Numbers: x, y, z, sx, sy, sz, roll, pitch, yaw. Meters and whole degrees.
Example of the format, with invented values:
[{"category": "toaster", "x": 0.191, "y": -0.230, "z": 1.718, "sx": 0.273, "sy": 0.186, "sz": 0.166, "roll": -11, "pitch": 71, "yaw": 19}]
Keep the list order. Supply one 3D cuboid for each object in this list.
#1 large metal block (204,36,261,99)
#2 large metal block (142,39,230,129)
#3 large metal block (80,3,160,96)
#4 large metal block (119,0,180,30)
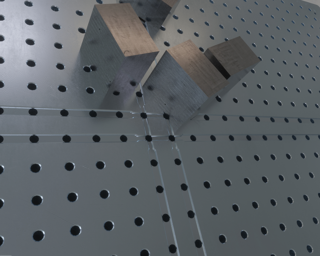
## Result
[{"category": "large metal block", "x": 0.091, "y": -0.086, "z": 0.474, "sx": 0.081, "sy": 0.080, "sz": 0.050, "roll": -29, "pitch": 78, "yaw": -37}, {"category": "large metal block", "x": 0.033, "y": -0.059, "z": 0.426, "sx": 0.050, "sy": 0.080, "sz": 0.080, "roll": -35, "pitch": 81, "yaw": -38}, {"category": "large metal block", "x": -0.056, "y": -0.102, "z": 0.405, "sx": 0.050, "sy": 0.080, "sz": 0.080, "roll": -20, "pitch": 72, "yaw": -35}, {"category": "large metal block", "x": -0.010, "y": -0.226, "z": 0.524, "sx": 0.080, "sy": 0.050, "sz": 0.080, "roll": 34, "pitch": 51, "yaw": -6}]
